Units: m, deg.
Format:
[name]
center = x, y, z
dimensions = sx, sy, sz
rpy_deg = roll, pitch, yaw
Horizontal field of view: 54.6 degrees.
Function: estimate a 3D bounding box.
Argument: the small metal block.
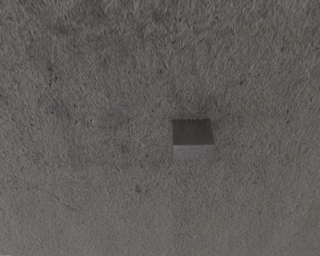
[small metal block]
center = 0.042, 0.014, 0.403
dimensions = 0.050, 0.050, 0.025
rpy_deg = -1, 130, 1
